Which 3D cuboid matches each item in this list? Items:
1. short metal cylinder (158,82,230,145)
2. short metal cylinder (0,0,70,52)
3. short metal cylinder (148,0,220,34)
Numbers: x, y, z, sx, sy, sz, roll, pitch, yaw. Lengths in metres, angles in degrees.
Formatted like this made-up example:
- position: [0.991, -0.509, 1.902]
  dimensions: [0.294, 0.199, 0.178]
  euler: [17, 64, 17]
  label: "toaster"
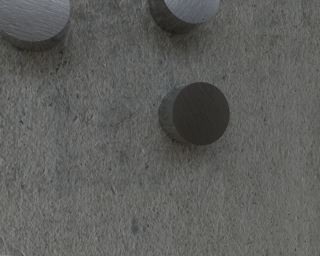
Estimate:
- position: [0.044, -0.018, 0.412]
  dimensions: [0.081, 0.050, 0.080]
  euler: [0, 90, -20]
  label: "short metal cylinder"
- position: [-0.143, -0.129, 0.343]
  dimensions: [0.081, 0.050, 0.080]
  euler: [0, 90, -20]
  label: "short metal cylinder"
- position: [0.031, -0.170, 0.407]
  dimensions: [0.081, 0.050, 0.080]
  euler: [0, 90, -20]
  label: "short metal cylinder"
